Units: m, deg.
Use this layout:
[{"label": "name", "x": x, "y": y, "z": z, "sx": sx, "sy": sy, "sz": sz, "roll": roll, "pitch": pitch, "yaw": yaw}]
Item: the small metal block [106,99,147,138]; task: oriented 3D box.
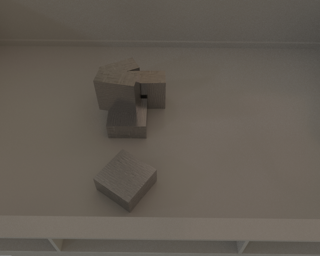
[{"label": "small metal block", "x": -0.043, "y": -0.013, "z": 0.416, "sx": 0.050, "sy": 0.025, "sz": 0.050, "roll": 0, "pitch": 50, "yaw": 0}]

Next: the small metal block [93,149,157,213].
[{"label": "small metal block", "x": -0.039, "y": 0.059, "z": 0.355, "sx": 0.050, "sy": 0.025, "sz": 0.050, "roll": 29, "pitch": 56, "yaw": 22}]

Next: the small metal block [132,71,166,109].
[{"label": "small metal block", "x": -0.018, "y": -0.053, "z": 0.433, "sx": 0.050, "sy": 0.050, "sz": 0.025, "roll": -1, "pitch": 51, "yaw": -1}]

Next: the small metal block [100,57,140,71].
[{"label": "small metal block", "x": -0.056, "y": -0.067, "z": 0.445, "sx": 0.050, "sy": 0.050, "sz": 0.025, "roll": -20, "pitch": 53, "yaw": -16}]

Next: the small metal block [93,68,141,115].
[{"label": "small metal block", "x": -0.053, "y": -0.046, "z": 0.395, "sx": 0.050, "sy": 0.050, "sz": 0.025, "roll": 8, "pitch": 51, "yaw": 7}]
